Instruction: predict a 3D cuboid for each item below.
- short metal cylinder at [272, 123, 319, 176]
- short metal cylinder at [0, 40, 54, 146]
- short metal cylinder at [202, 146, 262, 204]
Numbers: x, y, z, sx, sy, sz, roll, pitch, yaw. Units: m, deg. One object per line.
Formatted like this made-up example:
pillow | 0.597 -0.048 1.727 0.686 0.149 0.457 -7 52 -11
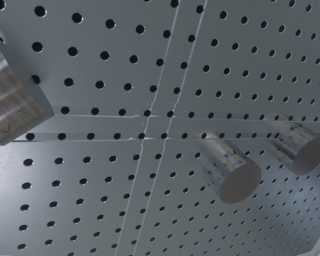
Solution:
short metal cylinder | 0.250 0.038 0.555 0.081 0.050 0.079 -14 124 -21
short metal cylinder | -0.141 -0.031 0.279 0.050 0.080 0.080 -33 129 -7
short metal cylinder | 0.117 0.077 0.506 0.081 0.050 0.079 -14 124 -21
